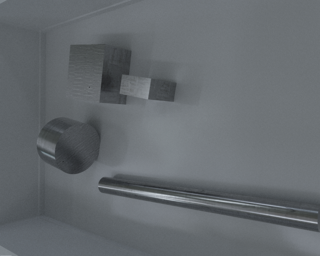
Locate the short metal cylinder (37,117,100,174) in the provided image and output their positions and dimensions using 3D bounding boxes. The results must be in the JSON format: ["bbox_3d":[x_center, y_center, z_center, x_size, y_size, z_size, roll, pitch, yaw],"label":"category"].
[{"bbox_3d":[-0.142,0.027,0.485,0.050,0.081,0.079,15,100,39],"label":"short metal cylinder"}]

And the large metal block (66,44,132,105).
[{"bbox_3d":[-0.093,-0.080,0.465,0.080,0.050,0.079,11,97,39],"label":"large metal block"}]

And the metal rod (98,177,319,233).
[{"bbox_3d":[0.031,0.085,0.379,0.300,0.025,0.025,-1,89,39],"label":"metal rod"}]

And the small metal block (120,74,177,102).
[{"bbox_3d":[-0.015,-0.051,0.401,0.050,0.050,0.025,15,100,38],"label":"small metal block"}]
